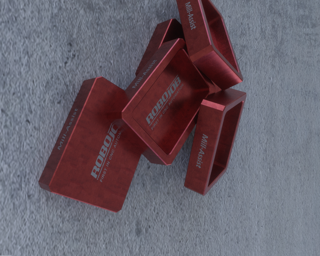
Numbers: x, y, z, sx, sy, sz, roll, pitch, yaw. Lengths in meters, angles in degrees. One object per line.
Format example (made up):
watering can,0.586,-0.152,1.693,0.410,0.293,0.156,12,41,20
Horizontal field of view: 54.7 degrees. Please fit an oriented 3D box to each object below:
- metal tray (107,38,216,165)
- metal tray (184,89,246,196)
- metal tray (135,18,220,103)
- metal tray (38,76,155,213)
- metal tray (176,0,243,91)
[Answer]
metal tray,0.008,-0.032,0.373,0.090,0.030,0.130,49,61,-29
metal tray,0.076,0.017,0.425,0.091,0.030,0.129,-29,133,-53
metal tray,0.036,-0.076,0.435,0.130,0.030,0.090,34,69,-35
metal tray,-0.065,0.019,0.349,0.090,0.030,0.130,31,71,-36
metal tray,0.065,-0.125,0.415,0.090,0.030,0.130,29,44,-47
